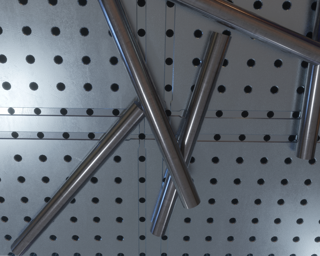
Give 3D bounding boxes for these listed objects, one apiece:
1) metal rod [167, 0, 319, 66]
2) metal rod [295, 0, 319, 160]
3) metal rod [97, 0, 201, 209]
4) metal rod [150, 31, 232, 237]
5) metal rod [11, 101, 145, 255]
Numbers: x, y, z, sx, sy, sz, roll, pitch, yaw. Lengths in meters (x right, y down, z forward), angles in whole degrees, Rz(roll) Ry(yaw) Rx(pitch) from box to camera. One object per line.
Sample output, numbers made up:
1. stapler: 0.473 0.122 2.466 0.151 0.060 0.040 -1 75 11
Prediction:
1. metal rod: 0.049 -0.141 0.350 0.301 0.025 0.025 22 109 -4
2. metal rod: 0.198 -0.101 0.378 0.025 0.025 0.298 -1 110 0
3. metal rod: -0.012 -0.033 0.384 0.025 0.025 0.299 -21 103 7
4. metal rod: 0.036 0.022 0.421 0.025 0.025 0.298 14 109 -6
5. metal rod: -0.121 0.080 0.441 0.025 0.025 0.299 39 105 -13
